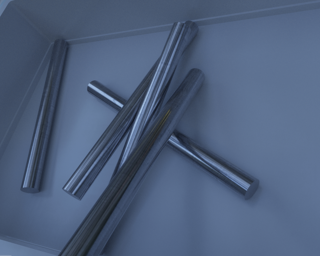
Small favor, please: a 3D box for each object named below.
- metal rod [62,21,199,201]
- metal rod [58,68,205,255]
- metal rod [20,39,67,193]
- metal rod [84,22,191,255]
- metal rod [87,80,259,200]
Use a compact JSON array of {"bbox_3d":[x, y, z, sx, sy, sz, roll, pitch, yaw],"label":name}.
[{"bbox_3d":[-0.026,-0.040,0.412,0.025,0.025,0.300,15,60,34],"label":"metal rod"},{"bbox_3d":[-0.009,0.018,0.318,0.025,0.025,0.301,1,36,28],"label":"metal rod"},{"bbox_3d":[-0.191,-0.037,0.525,0.025,0.025,0.299,-14,56,20],"label":"metal rod"},{"bbox_3d":[-0.024,0.005,0.384,0.025,0.025,0.299,15,78,33],"label":"metal rod"},{"bbox_3d":[-0.006,-0.001,0.408,0.300,0.025,0.025,33,80,37],"label":"metal rod"}]
